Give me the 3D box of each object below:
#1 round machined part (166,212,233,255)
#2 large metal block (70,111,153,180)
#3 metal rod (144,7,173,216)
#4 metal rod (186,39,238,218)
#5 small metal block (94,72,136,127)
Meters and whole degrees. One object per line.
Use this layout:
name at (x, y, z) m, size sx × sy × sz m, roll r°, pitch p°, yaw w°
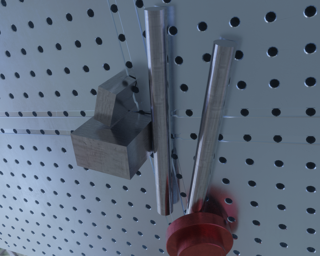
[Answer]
round machined part at (0.058, 0.172, 0.450) m, size 0.099 × 0.042 × 0.097 m, roll -1°, pitch 123°, yaw -2°
large metal block at (-0.058, 0.017, 0.415) m, size 0.080 × 0.080 × 0.050 m, roll 11°, pitch 123°, yaw 22°
metal rod at (0.002, 0.000, 0.408) m, size 0.025 × 0.025 × 0.298 m, roll 11°, pitch 123°, yaw 22°
metal rod at (0.058, 0.036, 0.401) m, size 0.025 × 0.025 × 0.298 m, roll 17°, pitch 125°, yaw 18°
small metal block at (-0.058, -0.037, 0.401) m, size 0.025 × 0.050 × 0.050 m, roll 26°, pitch 128°, yaw 11°
